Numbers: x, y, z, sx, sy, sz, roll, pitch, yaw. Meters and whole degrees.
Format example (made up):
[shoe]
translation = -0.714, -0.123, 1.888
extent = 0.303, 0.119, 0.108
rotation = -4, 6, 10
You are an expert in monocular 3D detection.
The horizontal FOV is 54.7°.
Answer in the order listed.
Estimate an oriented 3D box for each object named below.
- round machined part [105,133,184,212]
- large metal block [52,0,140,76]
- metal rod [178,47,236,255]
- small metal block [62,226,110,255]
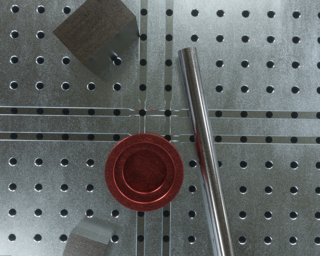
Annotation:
[round machined part]
translation = -0.019, 0.055, 0.405
extent = 0.099, 0.042, 0.097
rotation = 0, 90, -1
[large metal block]
translation = -0.074, -0.116, 0.385
extent = 0.080, 0.080, 0.050
rotation = -43, 91, 0
[metal rod]
translation = 0.064, 0.042, 0.414
extent = 0.025, 0.025, 0.298
rotation = -11, 90, 0
[small metal block]
translation = -0.100, 0.166, 0.412
extent = 0.050, 0.025, 0.050
rotation = 19, 90, -1
